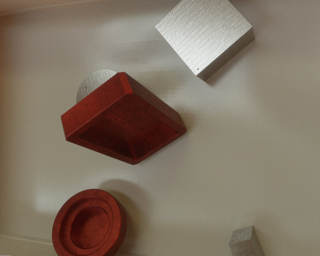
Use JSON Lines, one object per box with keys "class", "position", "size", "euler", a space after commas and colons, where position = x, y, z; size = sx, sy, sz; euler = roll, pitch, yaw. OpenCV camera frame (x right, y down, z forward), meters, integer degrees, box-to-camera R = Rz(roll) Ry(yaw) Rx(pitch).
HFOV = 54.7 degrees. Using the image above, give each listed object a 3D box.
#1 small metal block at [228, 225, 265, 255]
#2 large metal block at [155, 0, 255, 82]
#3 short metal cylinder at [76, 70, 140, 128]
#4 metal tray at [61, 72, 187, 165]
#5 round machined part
{"class": "small metal block", "position": [0.104, 0.148, 0.360], "size": [0.025, 0.050, 0.050], "euler": [-23, 83, 18]}
{"class": "large metal block", "position": [0.056, -0.116, 0.377], "size": [0.080, 0.050, 0.080], "euler": [-40, 78, 15]}
{"class": "short metal cylinder", "position": [-0.064, -0.035, 0.419], "size": [0.080, 0.050, 0.079], "euler": [0, 90, 19]}
{"class": "metal tray", "position": [-0.037, -0.003, 0.365], "size": [0.090, 0.130, 0.030], "euler": [-34, 58, 17]}
{"class": "round machined part", "position": [-0.090, 0.135, 0.417], "size": [0.098, 0.042, 0.098], "euler": [-8, 57, 13]}
